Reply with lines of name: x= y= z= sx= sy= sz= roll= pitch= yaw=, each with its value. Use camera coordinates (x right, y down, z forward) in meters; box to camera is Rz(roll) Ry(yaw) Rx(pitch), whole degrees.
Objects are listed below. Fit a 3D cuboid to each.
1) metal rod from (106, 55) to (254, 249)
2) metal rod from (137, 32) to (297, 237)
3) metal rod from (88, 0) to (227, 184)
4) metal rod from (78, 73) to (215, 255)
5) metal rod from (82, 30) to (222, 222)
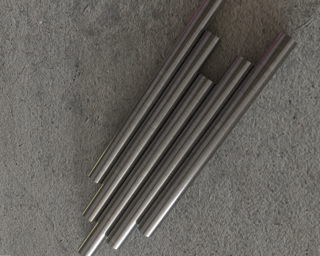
metal rod: x=0.019 y=0.039 z=0.402 sx=0.025 sy=0.025 sz=0.299 roll=38 pitch=102 yaw=15
metal rod: x=0.064 y=0.017 z=0.387 sx=0.025 sy=0.025 sz=0.299 roll=38 pitch=102 yaw=15
metal rod: x=-0.008 y=-0.049 z=0.412 sx=0.025 sy=0.025 sz=0.299 roll=38 pitch=102 yaw=15
metal rod: x=-0.023 y=0.059 z=0.418 sx=0.025 sy=0.025 sz=0.299 roll=38 pitch=102 yaw=15
metal rod: x=-0.016 y=0.006 z=0.415 sx=0.025 sy=0.025 sz=0.299 roll=38 pitch=102 yaw=15
